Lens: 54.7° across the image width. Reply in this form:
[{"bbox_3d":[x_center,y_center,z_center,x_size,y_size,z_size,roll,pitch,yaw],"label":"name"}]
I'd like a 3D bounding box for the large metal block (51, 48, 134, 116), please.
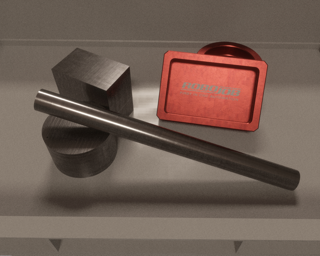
[{"bbox_3d":[-0.085,-0.048,0.409,0.080,0.080,0.050,22,54,17],"label":"large metal block"}]

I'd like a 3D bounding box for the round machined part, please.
[{"bbox_3d":[0.100,-0.084,0.466,0.099,0.042,0.098,0,50,0],"label":"round machined part"}]

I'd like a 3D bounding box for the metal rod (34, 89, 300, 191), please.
[{"bbox_3d":[0.011,0.015,0.348,0.302,0.025,0.025,18,51,-4],"label":"metal rod"}]

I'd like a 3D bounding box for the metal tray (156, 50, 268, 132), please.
[{"bbox_3d":[0.066,-0.048,0.407,0.131,0.030,0.089,8,95,6],"label":"metal tray"}]

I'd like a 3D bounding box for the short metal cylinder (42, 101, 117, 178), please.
[{"bbox_3d":[-0.095,0.013,0.376,0.081,0.050,0.080,0,50,0],"label":"short metal cylinder"}]
